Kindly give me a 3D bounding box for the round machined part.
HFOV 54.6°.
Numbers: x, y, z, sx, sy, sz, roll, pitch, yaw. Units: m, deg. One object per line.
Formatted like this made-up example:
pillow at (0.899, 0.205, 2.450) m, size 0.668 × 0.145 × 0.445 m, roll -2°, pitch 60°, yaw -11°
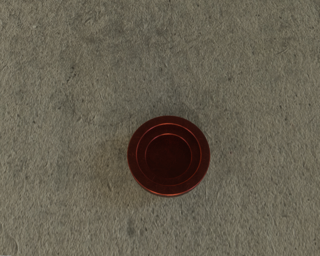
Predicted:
round machined part at (0.010, 0.037, 0.386) m, size 0.099 × 0.042 × 0.098 m, roll 0°, pitch 70°, yaw 0°
